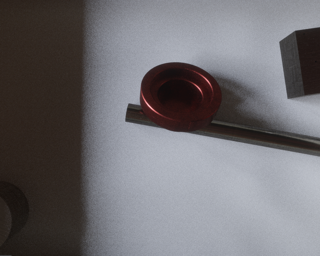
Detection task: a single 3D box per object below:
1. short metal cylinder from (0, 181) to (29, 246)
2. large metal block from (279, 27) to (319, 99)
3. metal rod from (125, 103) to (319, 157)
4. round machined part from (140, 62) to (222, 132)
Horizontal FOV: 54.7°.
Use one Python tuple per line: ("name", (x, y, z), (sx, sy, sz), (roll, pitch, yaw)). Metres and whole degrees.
("short metal cylinder", (-0.219, 0.112, 0.396), (0.081, 0.050, 0.079), (0, 90, -1))
("large metal block", (0.210, -0.085, 0.402), (0.081, 0.050, 0.080), (-8, 90, -1))
("metal rod", (0.105, 0.006, 0.412), (0.302, 0.025, 0.025), (10, 90, -1))
("round machined part", (0.024, -0.034, 0.388), (0.099, 0.042, 0.098), (4, 53, -5))
